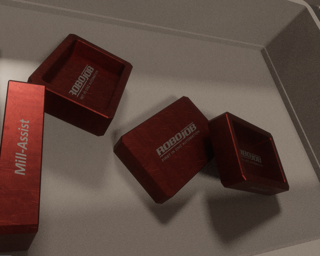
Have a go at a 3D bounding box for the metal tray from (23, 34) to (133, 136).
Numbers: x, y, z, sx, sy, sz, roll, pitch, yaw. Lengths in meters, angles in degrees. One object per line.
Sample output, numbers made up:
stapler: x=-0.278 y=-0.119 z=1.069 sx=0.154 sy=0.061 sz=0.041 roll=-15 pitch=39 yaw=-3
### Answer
metal tray: x=-0.088 y=-0.056 z=0.366 sx=0.090 sy=0.030 sz=0.130 roll=26 pitch=35 yaw=-12

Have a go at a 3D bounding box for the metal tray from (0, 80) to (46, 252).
metal tray: x=-0.125 y=0.035 z=0.275 sx=0.030 sy=0.090 sz=0.130 roll=6 pitch=59 yaw=-25

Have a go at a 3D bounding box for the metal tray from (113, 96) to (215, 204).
metal tray: x=0.017 y=0.023 z=0.400 sx=0.090 sy=0.030 sz=0.131 roll=50 pitch=51 yaw=6

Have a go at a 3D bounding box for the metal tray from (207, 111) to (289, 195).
metal tray: x=0.121 y=0.039 z=0.416 sx=0.131 sy=0.030 sz=0.090 roll=19 pitch=52 yaw=-43
